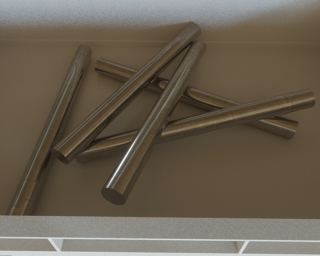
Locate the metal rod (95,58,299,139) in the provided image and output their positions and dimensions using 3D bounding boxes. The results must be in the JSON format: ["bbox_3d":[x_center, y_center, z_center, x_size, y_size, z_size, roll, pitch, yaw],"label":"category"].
[{"bbox_3d":[0.040,-0.048,0.445,0.301,0.025,0.025,21,53,16],"label":"metal rod"}]

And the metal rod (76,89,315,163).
[{"bbox_3d":[0.045,-0.004,0.387,0.302,0.025,0.025,-13,51,-3],"label":"metal rod"}]

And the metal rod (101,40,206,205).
[{"bbox_3d":[0.009,-0.032,0.389,0.025,0.025,0.301,16,45,13],"label":"metal rod"}]

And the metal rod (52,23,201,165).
[{"bbox_3d":[-0.027,-0.064,0.424,0.025,0.025,0.301,27,55,21],"label":"metal rod"}]

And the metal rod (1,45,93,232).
[{"bbox_3d":[-0.137,-0.012,0.414,0.025,0.025,0.300,4,50,3],"label":"metal rod"}]
